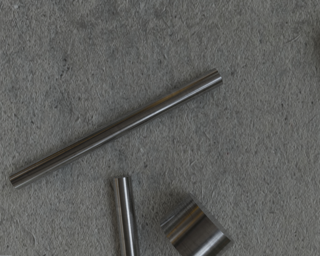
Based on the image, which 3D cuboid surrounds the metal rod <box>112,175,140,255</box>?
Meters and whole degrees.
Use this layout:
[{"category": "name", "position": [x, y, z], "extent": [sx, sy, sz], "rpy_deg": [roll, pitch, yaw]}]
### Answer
[{"category": "metal rod", "position": [-0.034, 0.212, 0.409], "extent": [0.025, 0.025, 0.298], "rpy_deg": [-6, 90, 0]}]

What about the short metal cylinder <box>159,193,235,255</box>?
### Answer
[{"category": "short metal cylinder", "position": [0.045, 0.127, 0.383], "extent": [0.050, 0.080, 0.080], "rpy_deg": [-44, 90, 0]}]

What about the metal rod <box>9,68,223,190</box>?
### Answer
[{"category": "metal rod", "position": [-0.056, 0.001, 0.409], "extent": [0.301, 0.025, 0.025], "rpy_deg": [-27, 90, 0]}]
